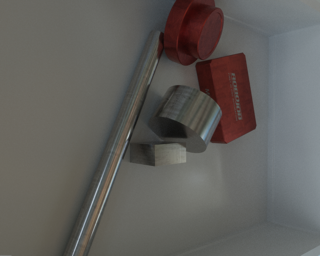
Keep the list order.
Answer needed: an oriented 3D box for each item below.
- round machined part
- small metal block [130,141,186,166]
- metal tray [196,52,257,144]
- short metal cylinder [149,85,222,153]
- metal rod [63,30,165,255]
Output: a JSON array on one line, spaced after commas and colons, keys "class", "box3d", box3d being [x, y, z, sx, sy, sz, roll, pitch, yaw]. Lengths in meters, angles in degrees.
[{"class": "round machined part", "box3d": [0.050, -0.129, 0.410, 0.098, 0.042, 0.097, -44, 149, -35]}, {"class": "small metal block", "box3d": [-0.003, 0.031, 0.390, 0.050, 0.050, 0.025, -2, 91, -40]}, {"class": "metal tray", "box3d": [0.109, -0.049, 0.497, 0.091, 0.030, 0.129, -21, 103, -38]}, {"class": "short metal cylinder", "box3d": [0.033, -0.010, 0.400, 0.080, 0.080, 0.050, 44, 64, -32]}, {"class": "metal rod", "box3d": [-0.049, 0.016, 0.367, 0.025, 0.025, 0.299, 31, 71, -36]}]
